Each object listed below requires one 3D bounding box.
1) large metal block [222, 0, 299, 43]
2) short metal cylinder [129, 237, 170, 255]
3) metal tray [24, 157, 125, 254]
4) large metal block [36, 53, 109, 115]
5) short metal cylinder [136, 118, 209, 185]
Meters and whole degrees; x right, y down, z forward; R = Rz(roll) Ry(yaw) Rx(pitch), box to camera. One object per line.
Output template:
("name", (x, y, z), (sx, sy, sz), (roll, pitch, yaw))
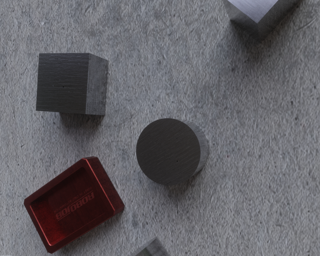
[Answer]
("large metal block", (0.118, -0.149, 0.338), (0.050, 0.080, 0.080), (45, 104, 14))
("short metal cylinder", (-0.022, 0.182, 0.387), (0.080, 0.080, 0.050), (-40, 78, 15))
("metal tray", (-0.127, 0.111, 0.450), (0.130, 0.030, 0.090), (-35, 79, 16))
("large metal block", (-0.123, -0.061, 0.439), (0.080, 0.050, 0.079), (4, 92, 20))
("short metal cylinder", (0.017, 0.028, 0.390), (0.080, 0.050, 0.080), (0, 90, 20))
